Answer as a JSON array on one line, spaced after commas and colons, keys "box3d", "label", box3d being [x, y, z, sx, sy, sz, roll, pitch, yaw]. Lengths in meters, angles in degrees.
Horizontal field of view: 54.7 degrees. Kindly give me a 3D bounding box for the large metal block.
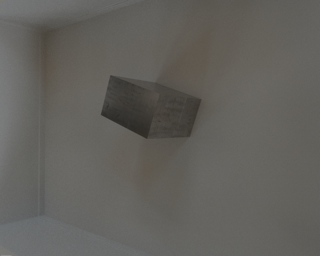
[{"box3d": [-0.010, -0.026, 0.378, 0.080, 0.081, 0.050, 25, 106, 37], "label": "large metal block"}]
